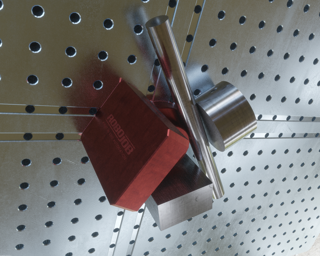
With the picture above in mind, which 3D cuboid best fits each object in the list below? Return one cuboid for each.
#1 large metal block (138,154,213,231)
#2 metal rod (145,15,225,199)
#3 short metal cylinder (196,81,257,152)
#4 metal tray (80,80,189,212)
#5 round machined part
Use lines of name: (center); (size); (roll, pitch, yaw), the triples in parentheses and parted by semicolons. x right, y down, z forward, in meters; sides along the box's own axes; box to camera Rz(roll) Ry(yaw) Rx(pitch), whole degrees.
large metal block: (0.019, 0.086, 0.441); (0.081, 0.080, 0.050); (-18, 126, -19)
metal rod: (0.044, -0.002, 0.408); (0.025, 0.025, 0.299); (-31, 129, -9)
short metal cylinder: (0.082, -0.015, 0.411); (0.050, 0.080, 0.080); (-32, 129, -8)
metal tray: (-0.035, 0.013, 0.334); (0.030, 0.130, 0.090); (31, 101, -38)
round machined part: (-0.001, 0.017, 0.412); (0.099, 0.042, 0.097); (-14, 125, -21)
